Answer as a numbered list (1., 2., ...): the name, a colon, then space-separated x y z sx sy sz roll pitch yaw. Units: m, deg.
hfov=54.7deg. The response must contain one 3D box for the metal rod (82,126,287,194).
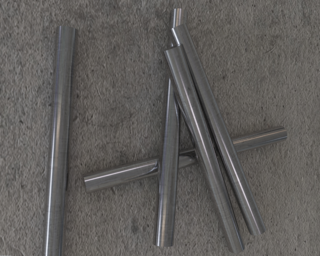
1. metal rod: 0.048 0.038 0.426 0.302 0.025 0.025 -12 94 -20

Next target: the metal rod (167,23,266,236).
1. metal rod: 0.079 0.011 0.409 0.025 0.025 0.299 -28 102 -18

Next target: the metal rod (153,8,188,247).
1. metal rod: 0.015 -0.008 0.394 0.025 0.025 0.299 8 80 -20

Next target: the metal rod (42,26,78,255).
1. metal rod: -0.118 0.032 0.365 0.025 0.025 0.298 4 89 -20

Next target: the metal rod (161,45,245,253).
1. metal rod: 0.062 0.040 0.404 0.025 0.025 0.298 -27 109 -18
